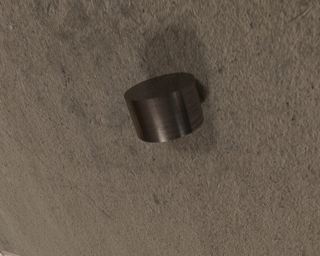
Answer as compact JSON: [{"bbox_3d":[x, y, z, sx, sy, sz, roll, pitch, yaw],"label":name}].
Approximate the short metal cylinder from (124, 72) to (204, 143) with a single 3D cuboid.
[{"bbox_3d":[0.005,-0.025,0.352,0.080,0.080,0.050,-3,117,29],"label":"short metal cylinder"}]
